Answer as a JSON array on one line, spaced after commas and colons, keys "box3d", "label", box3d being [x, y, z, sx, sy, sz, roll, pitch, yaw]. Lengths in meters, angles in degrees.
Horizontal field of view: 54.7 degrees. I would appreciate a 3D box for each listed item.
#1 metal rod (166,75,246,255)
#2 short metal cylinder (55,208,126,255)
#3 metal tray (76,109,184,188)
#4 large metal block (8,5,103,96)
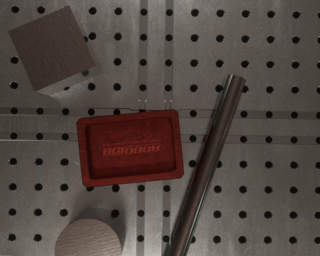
[{"box3d": [0.055, 0.074, 0.414, 0.025, 0.025, 0.298, 19, 90, -1], "label": "metal rod"}, {"box3d": [-0.087, 0.150, 0.400, 0.081, 0.050, 0.079, 0, 90, -1], "label": "short metal cylinder"}, {"box3d": [-0.038, 0.026, 0.410, 0.131, 0.030, 0.089, -6, 90, -1], "label": "metal tray"}, {"box3d": [-0.131, -0.096, 0.399, 0.080, 0.050, 0.080, -24, 90, -1], "label": "large metal block"}]
